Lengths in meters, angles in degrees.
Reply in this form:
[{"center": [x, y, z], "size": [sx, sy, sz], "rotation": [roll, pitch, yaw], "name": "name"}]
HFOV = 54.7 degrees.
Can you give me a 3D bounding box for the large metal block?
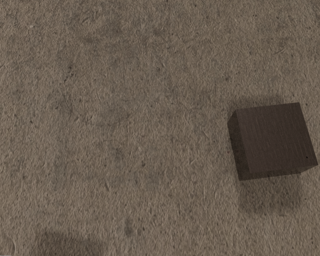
[{"center": [0.137, 0.018, 0.390], "size": [0.081, 0.050, 0.080], "rotation": [-7, 70, -3], "name": "large metal block"}]
